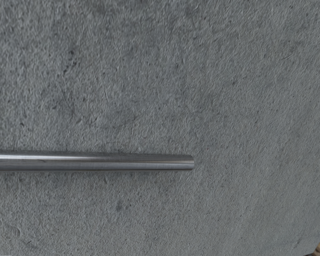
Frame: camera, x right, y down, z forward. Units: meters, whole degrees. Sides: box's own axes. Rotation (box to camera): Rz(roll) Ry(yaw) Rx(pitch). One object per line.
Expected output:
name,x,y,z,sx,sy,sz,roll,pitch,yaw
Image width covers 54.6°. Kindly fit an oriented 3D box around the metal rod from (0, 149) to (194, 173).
metal rod,-0.086,0.042,0.384,0.302,0.025,0.025,4,116,-31
